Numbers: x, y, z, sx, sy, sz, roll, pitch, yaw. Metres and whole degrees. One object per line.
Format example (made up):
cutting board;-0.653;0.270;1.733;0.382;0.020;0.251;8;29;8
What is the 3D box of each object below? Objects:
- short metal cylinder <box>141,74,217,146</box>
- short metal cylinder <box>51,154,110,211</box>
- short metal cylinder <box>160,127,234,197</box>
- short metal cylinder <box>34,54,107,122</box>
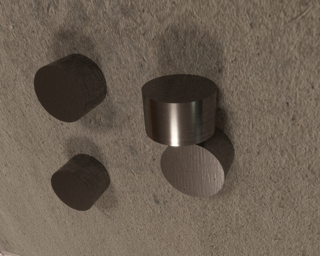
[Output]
short metal cylinder;0.022;-0.022;0.345;0.080;0.080;0.050;10;123;22
short metal cylinder;-0.131;0.090;0.513;0.080;0.050;0.079;13;124;20
short metal cylinder;0.048;0.040;0.389;0.080;0.050;0.079;13;124;20
short metal cylinder;-0.120;-0.054;0.418;0.080;0.050;0.079;13;124;20
